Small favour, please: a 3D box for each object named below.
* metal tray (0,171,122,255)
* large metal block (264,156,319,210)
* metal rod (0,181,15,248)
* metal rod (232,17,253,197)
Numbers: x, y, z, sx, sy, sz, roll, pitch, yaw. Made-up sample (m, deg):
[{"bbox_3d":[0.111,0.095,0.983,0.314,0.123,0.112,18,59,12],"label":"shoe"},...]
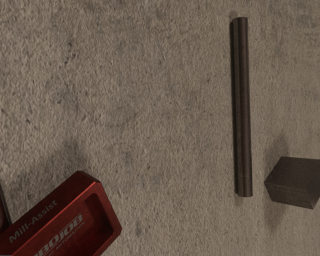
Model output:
[{"bbox_3d":[-0.102,0.115,0.298,0.131,0.030,0.089,-42,135,-32],"label":"metal tray"},{"bbox_3d":[0.261,0.102,0.592,0.080,0.080,0.050,-43,116,-32],"label":"large metal block"},{"bbox_3d":[-0.173,-0.039,0.259,0.025,0.025,0.298,-19,102,-39],"label":"metal rod"},{"bbox_3d":[0.140,-0.033,0.524,0.025,0.025,0.298,-4,93,-40],"label":"metal rod"}]
